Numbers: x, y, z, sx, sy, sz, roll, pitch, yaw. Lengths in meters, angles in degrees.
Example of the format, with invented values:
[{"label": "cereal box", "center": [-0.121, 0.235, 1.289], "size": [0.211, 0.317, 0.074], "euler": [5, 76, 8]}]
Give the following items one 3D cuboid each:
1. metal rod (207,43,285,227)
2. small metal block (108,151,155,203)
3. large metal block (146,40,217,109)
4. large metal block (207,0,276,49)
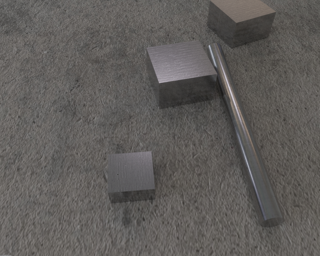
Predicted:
[{"label": "metal rod", "center": [0.103, -0.016, 0.417], "size": [0.025, 0.025, 0.300], "euler": [-4, 50, -3]}, {"label": "small metal block", "center": [-0.033, 0.056, 0.356], "size": [0.050, 0.025, 0.050], "euler": [-4, 50, -4]}, {"label": "large metal block", "center": [0.029, -0.080, 0.454], "size": [0.081, 0.050, 0.080], "euler": [-11, 51, -9]}, {"label": "large metal block", "center": [0.142, -0.194, 0.551], "size": [0.081, 0.050, 0.080], "euler": [-20, 53, -16]}]
